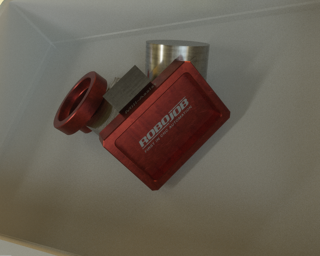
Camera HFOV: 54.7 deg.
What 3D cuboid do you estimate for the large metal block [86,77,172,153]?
[{"bbox_3d":[-0.037,-0.016,0.416,0.080,0.050,0.080,16,70,34],"label":"large metal block"}]

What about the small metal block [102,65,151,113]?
[{"bbox_3d":[-0.037,-0.043,0.366,0.050,0.050,0.025,-45,90,-3],"label":"small metal block"}]

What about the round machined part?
[{"bbox_3d":[-0.108,-0.031,0.451,0.098,0.042,0.098,-35,35,29],"label":"round machined part"}]

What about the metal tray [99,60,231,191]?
[{"bbox_3d":[0.007,-0.003,0.357,0.130,0.090,0.030,-45,24,-4],"label":"metal tray"}]

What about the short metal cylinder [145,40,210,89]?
[{"bbox_3d":[0.021,-0.085,0.400,0.080,0.081,0.050,17,115,34],"label":"short metal cylinder"}]
